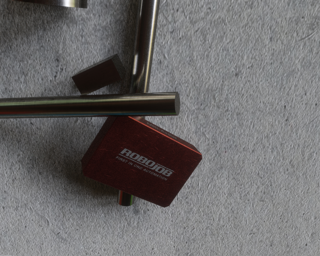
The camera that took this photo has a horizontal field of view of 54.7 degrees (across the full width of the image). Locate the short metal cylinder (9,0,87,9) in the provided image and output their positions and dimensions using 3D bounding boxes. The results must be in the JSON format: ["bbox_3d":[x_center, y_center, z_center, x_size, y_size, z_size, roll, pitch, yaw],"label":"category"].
[{"bbox_3d":[-0.116,-0.155,0.322,0.081,0.080,0.050,6,110,-2],"label":"short metal cylinder"}]

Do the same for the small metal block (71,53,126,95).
[{"bbox_3d":[-0.071,-0.065,0.372,0.050,0.050,0.025,-23,109,8],"label":"small metal block"}]

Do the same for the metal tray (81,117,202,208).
[{"bbox_3d":[-0.022,0.041,0.398,0.131,0.030,0.090,28,101,-26],"label":"metal tray"}]

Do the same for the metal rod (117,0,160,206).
[{"bbox_3d":[-0.029,-0.033,0.397,0.025,0.025,0.298,7,110,-3],"label":"metal rod"}]

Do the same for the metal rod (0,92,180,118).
[{"bbox_3d":[-0.127,-0.024,0.360,0.301,0.025,0.025,0,111,15],"label":"metal rod"}]
